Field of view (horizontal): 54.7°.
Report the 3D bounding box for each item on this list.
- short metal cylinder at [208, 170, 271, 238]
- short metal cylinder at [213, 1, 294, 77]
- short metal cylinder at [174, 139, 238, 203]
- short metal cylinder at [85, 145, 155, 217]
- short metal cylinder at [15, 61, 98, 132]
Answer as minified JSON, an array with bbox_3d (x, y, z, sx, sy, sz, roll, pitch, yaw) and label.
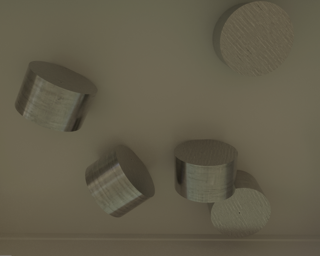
[{"bbox_3d":[0.108,0.106,0.439,0.081,0.050,0.079,0,110,-1],"label":"short metal cylinder"},{"bbox_3d":[0.106,-0.104,0.361,0.081,0.050,0.079,0,110,-1],"label":"short metal cylinder"},{"bbox_3d":[0.059,0.053,0.402,0.081,0.080,0.050,-2,110,0],"label":"short metal cylinder"},{"bbox_3d":[-0.051,0.069,0.407,0.050,0.080,0.080,-35,107,12],"label":"short metal cylinder"},{"bbox_3d":[-0.122,-0.038,0.366,0.080,0.080,0.050,25,108,-9],"label":"short metal cylinder"}]
